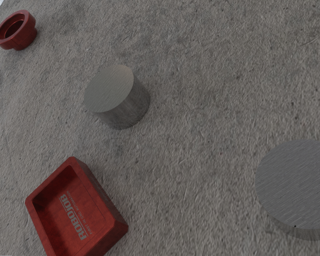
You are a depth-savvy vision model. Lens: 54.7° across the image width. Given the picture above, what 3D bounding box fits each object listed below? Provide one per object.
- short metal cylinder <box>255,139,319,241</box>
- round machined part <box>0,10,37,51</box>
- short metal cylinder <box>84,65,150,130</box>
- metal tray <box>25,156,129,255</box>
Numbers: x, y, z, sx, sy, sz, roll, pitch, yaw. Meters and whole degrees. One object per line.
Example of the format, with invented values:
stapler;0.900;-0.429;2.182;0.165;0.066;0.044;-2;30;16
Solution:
short metal cylinder;0.133;0.057;0.283;0.080;0.050;0.080;-13;56;21
round machined part;-0.314;-0.211;0.687;0.098;0.042;0.098;-13;56;21
short metal cylinder;-0.061;-0.044;0.447;0.080;0.050;0.080;-13;56;21
metal tray;-0.109;0.108;0.391;0.090;0.030;0.130;-44;51;-3
